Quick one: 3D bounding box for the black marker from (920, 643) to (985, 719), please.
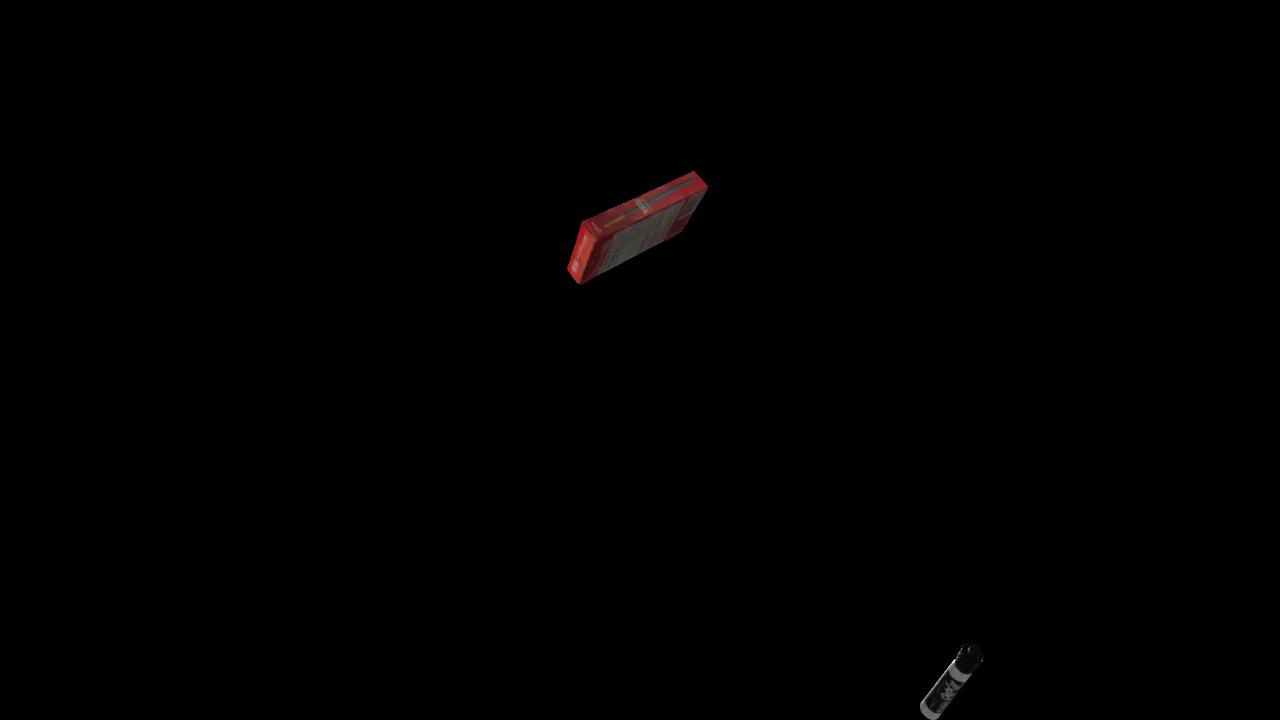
[{"bbox_3d":[0.288,0.298,0.570,0.020,0.121,0.020,2,38,-1],"label":"black marker"}]

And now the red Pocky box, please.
[{"bbox_3d":[-0.003,-0.139,0.644,0.155,0.028,0.083,-32,-10,-29],"label":"red Pocky box"}]
